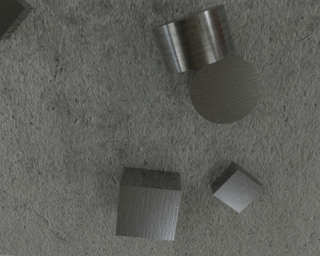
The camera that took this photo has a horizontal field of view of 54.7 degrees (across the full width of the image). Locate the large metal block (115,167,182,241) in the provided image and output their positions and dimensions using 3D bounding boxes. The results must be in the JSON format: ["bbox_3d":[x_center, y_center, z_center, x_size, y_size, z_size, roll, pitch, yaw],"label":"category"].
[{"bbox_3d":[-0.016,0.106,0.435,0.081,0.050,0.079,6,110,-3],"label":"large metal block"}]

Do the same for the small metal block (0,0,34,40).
[{"bbox_3d":[-0.186,-0.138,0.357,0.050,0.025,0.050,43,104,-14],"label":"small metal block"}]

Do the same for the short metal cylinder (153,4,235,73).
[{"bbox_3d":[0.038,-0.099,0.344,0.080,0.080,0.050,-18,109,6],"label":"short metal cylinder"}]

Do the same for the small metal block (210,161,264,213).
[{"bbox_3d":[0.109,0.085,0.442,0.050,0.025,0.050,36,106,-13],"label":"small metal block"}]

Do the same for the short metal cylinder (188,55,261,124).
[{"bbox_3d":[0.075,-0.051,0.379,0.081,0.050,0.079,0,110,0],"label":"short metal cylinder"}]
